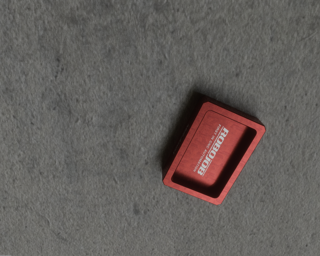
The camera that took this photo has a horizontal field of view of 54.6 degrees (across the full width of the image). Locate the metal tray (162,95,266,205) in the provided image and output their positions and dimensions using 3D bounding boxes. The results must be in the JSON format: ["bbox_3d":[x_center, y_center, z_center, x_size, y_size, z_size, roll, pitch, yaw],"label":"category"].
[{"bbox_3d":[0.069,0.032,0.419,0.090,0.030,0.129,23,108,-9],"label":"metal tray"}]
